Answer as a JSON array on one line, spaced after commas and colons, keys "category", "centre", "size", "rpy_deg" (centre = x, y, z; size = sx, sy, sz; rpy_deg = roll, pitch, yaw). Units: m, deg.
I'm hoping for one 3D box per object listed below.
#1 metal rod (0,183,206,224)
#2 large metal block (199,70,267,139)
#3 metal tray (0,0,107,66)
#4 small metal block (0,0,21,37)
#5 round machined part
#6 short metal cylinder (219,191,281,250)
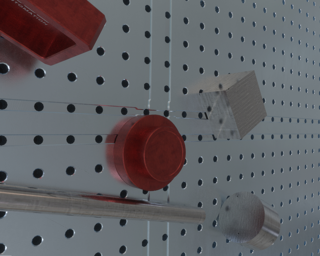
[{"category": "metal rod", "centre": [-0.054, 0.094, 0.364], "size": [0.302, 0.025, 0.025], "rpy_deg": [18, 79, -39]}, {"category": "large metal block", "centre": [0.118, -0.037, 0.493], "size": [0.081, 0.050, 0.080], "rpy_deg": [-35, 112, -35]}, {"category": "metal tray", "centre": [-0.118, -0.102, 0.235], "size": [0.130, 0.090, 0.030], "rpy_deg": [34, 69, -35]}, {"category": "small metal block", "centre": [-0.161, -0.102, 0.274], "size": [0.050, 0.025, 0.050], "rpy_deg": [47, 62, -30]}, {"category": "round machined part", "centre": [-0.005, 0.032, 0.394], "size": [0.099, 0.042, 0.097], "rpy_deg": [0, 90, -40]}, {"category": "short metal cylinder", "centre": [0.142, 0.148, 0.493], "size": [0.050, 0.080, 0.080], "rpy_deg": [34, 69, -35]}]
